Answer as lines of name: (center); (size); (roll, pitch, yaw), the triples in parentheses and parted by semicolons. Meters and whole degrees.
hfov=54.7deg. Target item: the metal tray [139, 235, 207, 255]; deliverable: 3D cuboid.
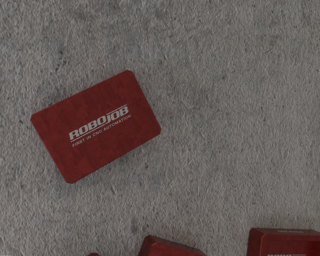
metal tray: (0.003, 0.218, 0.408); (0.091, 0.030, 0.130); (23, 82, -19)

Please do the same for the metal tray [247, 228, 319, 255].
metal tray: (0.197, 0.205, 0.479); (0.131, 0.030, 0.089); (8, 87, -20)

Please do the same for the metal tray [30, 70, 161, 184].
metal tray: (-0.075, -0.004, 0.379); (0.131, 0.030, 0.090); (-29, 100, -18)

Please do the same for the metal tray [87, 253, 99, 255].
metal tray: (-0.098, 0.216, 0.351); (0.130, 0.030, 0.090); (-38, 102, 0)
